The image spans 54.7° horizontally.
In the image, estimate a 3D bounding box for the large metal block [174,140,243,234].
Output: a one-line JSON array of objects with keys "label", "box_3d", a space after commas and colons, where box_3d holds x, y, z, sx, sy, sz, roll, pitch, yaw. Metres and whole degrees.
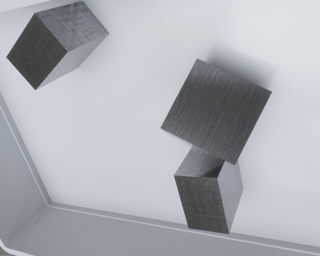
[{"label": "large metal block", "box_3d": [0.064, 0.068, 0.381, 0.050, 0.080, 0.080, -1, 118, 28]}]

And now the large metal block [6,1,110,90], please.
[{"label": "large metal block", "box_3d": [-0.122, -0.100, 0.373, 0.080, 0.080, 0.050, -33, 100, 38]}]

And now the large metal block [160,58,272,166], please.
[{"label": "large metal block", "box_3d": [0.058, -0.014, 0.327, 0.080, 0.050, 0.080, 27, 87, 11]}]
